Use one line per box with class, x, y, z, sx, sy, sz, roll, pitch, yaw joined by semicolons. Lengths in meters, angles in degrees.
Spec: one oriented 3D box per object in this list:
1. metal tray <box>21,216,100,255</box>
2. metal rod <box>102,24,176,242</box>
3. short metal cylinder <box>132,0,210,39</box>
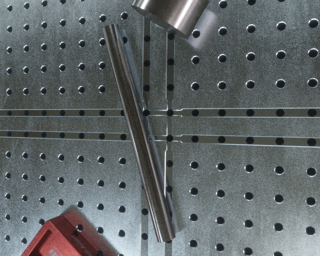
metal tray;-0.138;0.208;0.458;0.130;0.030;0.090;40;103;15
metal rod;-0.030;0.003;0.423;0.025;0.025;0.298;-17;84;19
short metal cylinder;0.013;-0.151;0.379;0.080;0.080;0.050;33;101;17
